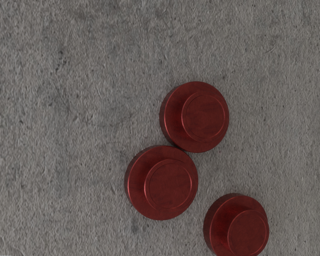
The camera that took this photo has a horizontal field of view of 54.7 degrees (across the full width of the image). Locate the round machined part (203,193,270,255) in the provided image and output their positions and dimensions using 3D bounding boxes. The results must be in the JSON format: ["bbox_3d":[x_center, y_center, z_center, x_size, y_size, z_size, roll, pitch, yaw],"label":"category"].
[{"bbox_3d":[0.115,0.146,0.443,0.099,0.042,0.097,0,90,-20],"label":"round machined part"}]

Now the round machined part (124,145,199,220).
[{"bbox_3d":[0.006,0.072,0.402,0.099,0.042,0.097,0,90,-20],"label":"round machined part"}]

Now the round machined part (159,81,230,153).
[{"bbox_3d":[0.052,-0.015,0.419,0.099,0.042,0.097,0,90,-20],"label":"round machined part"}]
